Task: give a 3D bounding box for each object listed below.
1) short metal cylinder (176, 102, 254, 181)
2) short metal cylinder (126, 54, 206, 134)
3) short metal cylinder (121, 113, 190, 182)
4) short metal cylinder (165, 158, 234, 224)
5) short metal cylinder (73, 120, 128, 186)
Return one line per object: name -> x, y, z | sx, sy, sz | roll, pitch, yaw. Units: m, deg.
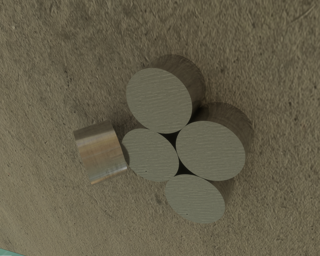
short metal cylinder -> 0.066, 0.015, 0.367 | 0.080, 0.050, 0.079 | 13, 124, 21
short metal cylinder -> 0.008, -0.040, 0.363 | 0.080, 0.050, 0.079 | 13, 124, 21
short metal cylinder -> -0.003, 0.023, 0.408 | 0.080, 0.050, 0.079 | 13, 124, 21
short metal cylinder -> 0.054, 0.079, 0.413 | 0.080, 0.050, 0.079 | 13, 124, 21
short metal cylinder -> -0.083, 0.034, 0.430 | 0.080, 0.050, 0.080 | 161, 90, -76
